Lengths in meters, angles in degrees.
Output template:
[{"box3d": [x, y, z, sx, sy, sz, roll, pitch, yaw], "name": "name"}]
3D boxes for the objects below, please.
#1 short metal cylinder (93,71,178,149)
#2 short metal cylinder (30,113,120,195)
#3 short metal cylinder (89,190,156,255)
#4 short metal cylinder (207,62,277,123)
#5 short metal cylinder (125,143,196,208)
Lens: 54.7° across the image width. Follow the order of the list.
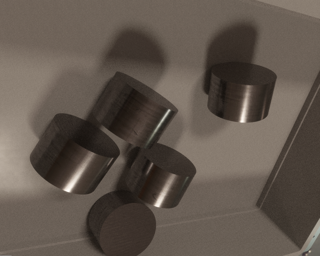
[{"box3d": [-0.027, -0.020, 0.347, 0.080, 0.080, 0.050, 24, 105, -37], "name": "short metal cylinder"}, {"box3d": [-0.092, 0.027, 0.341, 0.080, 0.080, 0.050, 27, 104, -38], "name": "short metal cylinder"}, {"box3d": [-0.053, 0.134, 0.433, 0.081, 0.050, 0.079, -6, 102, -27], "name": "short metal cylinder"}, {"box3d": [0.105, -0.048, 0.402, 0.081, 0.080, 0.050, -12, 124, -22], "name": "short metal cylinder"}, {"box3d": [0.001, 0.061, 0.413, 0.081, 0.080, 0.050, 14, 111, -34], "name": "short metal cylinder"}]
